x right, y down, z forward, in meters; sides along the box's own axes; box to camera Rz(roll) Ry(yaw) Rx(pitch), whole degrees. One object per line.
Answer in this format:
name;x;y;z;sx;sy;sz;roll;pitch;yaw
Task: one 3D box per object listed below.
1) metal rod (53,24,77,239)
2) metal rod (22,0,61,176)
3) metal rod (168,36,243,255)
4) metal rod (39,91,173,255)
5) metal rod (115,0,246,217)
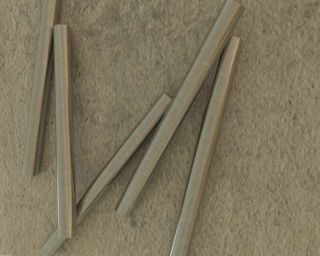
metal rod;-0.135;0.000;0.440;0.025;0.025;0.298;-6;82;19
metal rod;-0.179;-0.077;0.470;0.025;0.025;0.298;9;93;19
metal rod;0.054;0.036;0.389;0.025;0.025;0.298;15;95;19
metal rod;-0.078;0.073;0.435;0.025;0.025;0.299;42;103;15
metal rod;0.018;-0.013;0.388;0.025;0.025;0.298;32;105;16
